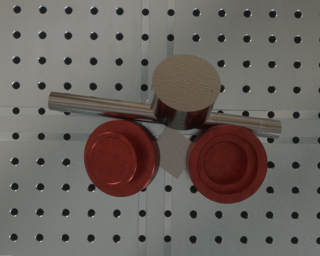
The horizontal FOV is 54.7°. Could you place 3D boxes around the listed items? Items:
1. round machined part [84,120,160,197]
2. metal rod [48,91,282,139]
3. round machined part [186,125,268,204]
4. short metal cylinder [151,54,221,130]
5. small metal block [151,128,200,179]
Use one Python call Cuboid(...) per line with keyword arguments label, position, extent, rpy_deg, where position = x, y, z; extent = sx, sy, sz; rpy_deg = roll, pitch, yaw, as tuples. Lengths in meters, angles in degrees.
Cuboid(label="round machined part", position=(-0.053, 0.038, 0.388), extent=(0.098, 0.042, 0.097), rpy_deg=(0, 91, 18))
Cuboid(label="metal rod", position=(0.007, -0.017, 0.410), extent=(0.302, 0.025, 0.025), rpy_deg=(7, 90, 0))
Cuboid(label="round machined part", position=(0.083, 0.044, 0.400), extent=(0.099, 0.042, 0.097), rpy_deg=(0, 92, -3))
Cuboid(label="short metal cylinder", position=(0.030, -0.044, 0.383), extent=(0.081, 0.050, 0.080), rpy_deg=(2, 65, -3))
Cuboid(label="small metal block", position=(0.017, 0.031, 0.410), extent=(0.050, 0.025, 0.050), rpy_deg=(36, 90, 0))
